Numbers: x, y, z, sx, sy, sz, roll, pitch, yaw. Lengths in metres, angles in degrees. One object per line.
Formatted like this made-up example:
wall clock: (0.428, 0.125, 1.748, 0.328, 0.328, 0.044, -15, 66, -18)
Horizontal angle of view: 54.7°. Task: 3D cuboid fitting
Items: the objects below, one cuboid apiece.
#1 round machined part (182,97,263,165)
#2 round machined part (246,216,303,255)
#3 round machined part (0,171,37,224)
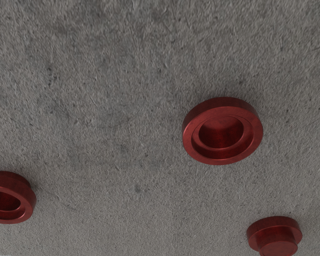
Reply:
round machined part: (0.077, 0.000, 0.396, 0.099, 0.042, 0.097, 0, 130, 0)
round machined part: (0.215, 0.210, 0.576, 0.099, 0.042, 0.097, 0, 130, 0)
round machined part: (-0.243, 0.104, 0.482, 0.099, 0.042, 0.097, 0, 130, 0)
